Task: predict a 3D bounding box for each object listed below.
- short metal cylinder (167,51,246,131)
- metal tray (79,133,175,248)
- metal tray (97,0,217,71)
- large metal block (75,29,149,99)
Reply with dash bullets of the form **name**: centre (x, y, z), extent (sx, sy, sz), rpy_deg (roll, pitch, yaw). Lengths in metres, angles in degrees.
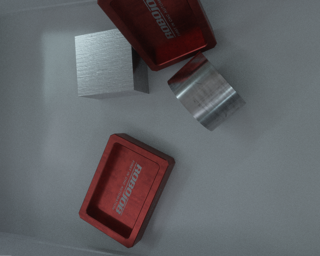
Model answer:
- **short metal cylinder**: centre (0.055, -0.043, 0.362), extent (0.050, 0.080, 0.080), rpy_deg (-42, 77, 15)
- **metal tray**: centre (-0.046, 0.083, 0.423), extent (0.090, 0.030, 0.129), rpy_deg (26, 98, 17)
- **metal tray**: centre (0.002, -0.126, 0.353), extent (0.090, 0.130, 0.030), rpy_deg (-20, 58, 19)
- **large metal block**: centre (-0.064, -0.084, 0.419), extent (0.080, 0.050, 0.079), rpy_deg (-4, 89, 19)
